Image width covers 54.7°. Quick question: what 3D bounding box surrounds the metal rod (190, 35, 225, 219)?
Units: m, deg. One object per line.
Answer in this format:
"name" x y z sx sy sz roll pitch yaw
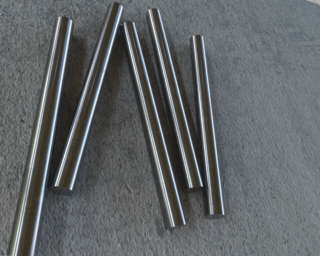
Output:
"metal rod" 0.064 -0.021 0.450 0.025 0.025 0.299 13 56 -21

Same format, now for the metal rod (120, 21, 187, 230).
"metal rod" -0.015 -0.021 0.407 0.025 0.025 0.299 0 62 -28

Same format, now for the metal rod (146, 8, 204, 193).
"metal rod" 0.015 -0.056 0.445 0.025 0.025 0.299 3 60 -27

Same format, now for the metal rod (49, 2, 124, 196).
"metal rod" -0.083 -0.060 0.395 0.025 0.025 0.300 19 54 -17

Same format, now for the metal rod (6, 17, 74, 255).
"metal rod" -0.125 -0.012 0.343 0.025 0.025 0.299 12 57 -22
